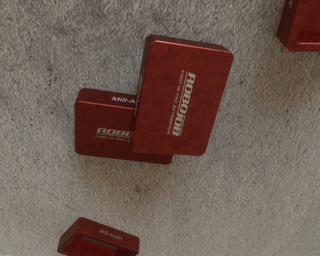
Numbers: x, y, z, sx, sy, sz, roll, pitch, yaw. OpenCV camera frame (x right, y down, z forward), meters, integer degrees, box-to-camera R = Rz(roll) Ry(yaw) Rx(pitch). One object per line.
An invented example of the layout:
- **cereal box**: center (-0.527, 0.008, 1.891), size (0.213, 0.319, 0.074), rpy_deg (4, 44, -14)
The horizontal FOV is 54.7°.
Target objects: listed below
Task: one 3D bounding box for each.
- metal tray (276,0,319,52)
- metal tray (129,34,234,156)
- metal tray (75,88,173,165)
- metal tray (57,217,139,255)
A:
- **metal tray**: center (0.172, -0.137, 0.288), size (0.091, 0.030, 0.129), rpy_deg (0, 130, -1)
- **metal tray**: center (0.020, -0.032, 0.350), size (0.091, 0.030, 0.129), rpy_deg (5, 117, -14)
- **metal tray**: center (-0.042, 0.001, 0.404), size (0.131, 0.030, 0.089), rpy_deg (7, 130, -7)
- **metal tray**: center (-0.116, 0.224, 0.593), size (0.131, 0.030, 0.090), rpy_deg (28, 125, -22)
